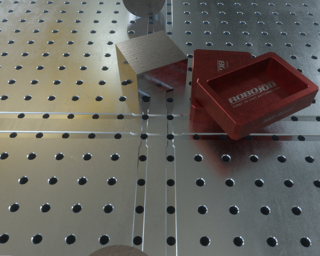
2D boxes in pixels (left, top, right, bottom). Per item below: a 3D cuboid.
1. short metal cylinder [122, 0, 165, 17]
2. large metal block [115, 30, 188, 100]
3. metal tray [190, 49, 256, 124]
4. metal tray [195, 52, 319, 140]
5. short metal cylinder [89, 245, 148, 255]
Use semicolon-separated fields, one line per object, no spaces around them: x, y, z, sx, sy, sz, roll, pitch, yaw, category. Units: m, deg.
-0.030;-0.261;0.591;0.081;0.080;0.050;-1;50;-1;short metal cylinder
-0.014;-0.098;0.473;0.081;0.050;0.080;-21;53;-17;large metal block
0.092;-0.064;0.459;0.091;0.030;0.130;4;50;3;metal tray
0.124;-0.047;0.404;0.131;0.030;0.090;-23;54;-18;metal tray
-0.036;0.149;0.266;0.081;0.050;0.080;0;50;0;short metal cylinder
